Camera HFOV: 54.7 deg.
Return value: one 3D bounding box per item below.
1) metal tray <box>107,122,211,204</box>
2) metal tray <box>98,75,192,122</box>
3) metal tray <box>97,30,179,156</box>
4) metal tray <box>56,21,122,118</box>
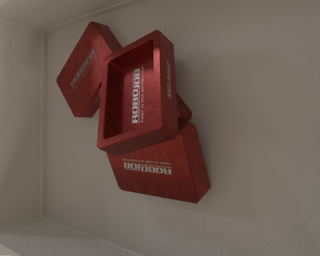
[{"bbox_3d":[-0.009,0.040,0.386,0.130,0.030,0.089,0,115,38],"label":"metal tray"},{"bbox_3d":[-0.026,-0.034,0.425,0.090,0.030,0.130,-50,61,28],"label":"metal tray"},{"bbox_3d":[-0.027,-0.040,0.360,0.090,0.030,0.130,-19,58,30],"label":"metal tray"},{"bbox_3d":[-0.111,-0.090,0.495,0.129,0.030,0.090,-48,62,29],"label":"metal tray"}]
